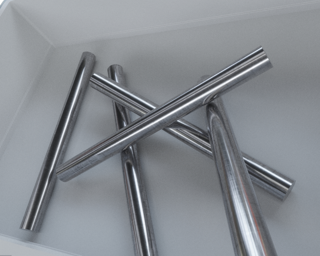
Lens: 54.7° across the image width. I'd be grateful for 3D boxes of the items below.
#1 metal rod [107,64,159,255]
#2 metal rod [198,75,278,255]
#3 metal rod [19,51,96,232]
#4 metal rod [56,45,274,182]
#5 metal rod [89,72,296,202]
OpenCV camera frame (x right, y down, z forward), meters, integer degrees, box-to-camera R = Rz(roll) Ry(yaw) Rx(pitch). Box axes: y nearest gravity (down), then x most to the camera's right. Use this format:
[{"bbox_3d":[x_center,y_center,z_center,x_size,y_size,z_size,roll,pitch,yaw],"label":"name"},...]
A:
[{"bbox_3d":[-0.042,0.025,0.411,0.025,0.025,0.299,-24,53,13],"label":"metal rod"},{"bbox_3d":[0.060,0.021,0.284,0.025,0.025,0.300,-23,29,14],"label":"metal rod"},{"bbox_3d":[-0.150,0.005,0.478,0.025,0.025,0.299,-4,60,26],"label":"metal rod"},{"bbox_3d":[-0.014,-0.004,0.366,0.300,0.025,0.025,-29,51,24],"label":"metal rod"},{"bbox_3d":[0.016,-0.004,0.380,0.300,0.025,0.025,31,79,31],"label":"metal rod"}]
